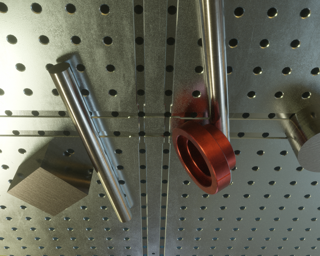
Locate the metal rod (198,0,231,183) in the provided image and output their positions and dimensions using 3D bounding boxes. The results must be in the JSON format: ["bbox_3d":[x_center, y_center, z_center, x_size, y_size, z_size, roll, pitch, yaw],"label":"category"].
[{"bbox_3d":[0.073,-0.030,0.386,0.025,0.025,0.298,-8,130,6],"label":"metal rod"}]

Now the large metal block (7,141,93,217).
[{"bbox_3d":[-0.160,0.077,0.459,0.080,0.050,0.080,-34,123,25],"label":"large metal block"}]

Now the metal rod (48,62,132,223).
[{"bbox_3d":[-0.088,0.043,0.447,0.025,0.025,0.298,-8,130,6],"label":"metal rod"}]

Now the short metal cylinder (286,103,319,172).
[{"bbox_3d":[0.216,0.014,0.410,0.081,0.050,0.079,0,130,0],"label":"short metal cylinder"}]

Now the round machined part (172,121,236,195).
[{"bbox_3d":[0.060,0.034,0.403,0.042,0.098,0.097,-28,132,-17],"label":"round machined part"}]
